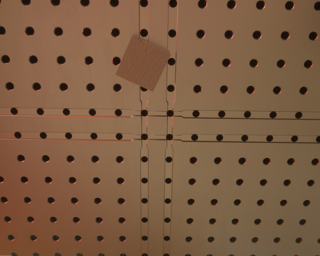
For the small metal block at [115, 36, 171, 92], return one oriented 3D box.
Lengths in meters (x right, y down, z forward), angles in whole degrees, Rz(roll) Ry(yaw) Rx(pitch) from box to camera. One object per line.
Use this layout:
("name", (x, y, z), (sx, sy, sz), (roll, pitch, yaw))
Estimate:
("small metal block", (-0.021, -0.080, 0.384), (0.050, 0.025, 0.050), (24, 108, -9))
